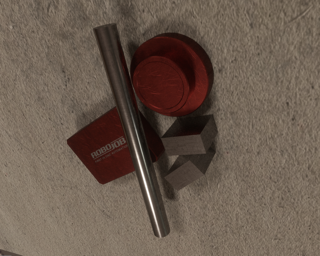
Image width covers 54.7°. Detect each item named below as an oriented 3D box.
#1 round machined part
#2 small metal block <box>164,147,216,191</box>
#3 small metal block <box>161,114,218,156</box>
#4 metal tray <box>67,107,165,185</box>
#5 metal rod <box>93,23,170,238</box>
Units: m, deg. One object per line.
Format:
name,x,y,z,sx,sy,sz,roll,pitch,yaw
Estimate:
round machined part,0.008,-0.056,0.356,0.098,0.042,0.097,13,124,20
small metal block,0.039,0.047,0.398,0.025,0.050,0.050,46,129,-4
small metal block,0.037,0.008,0.375,0.050,0.050,0.025,-7,115,31
metal tray,-0.067,0.025,0.452,0.130,0.030,0.090,-28,104,37
metal rod,-0.028,0.022,0.394,0.025,0.025,0.298,1,119,27
